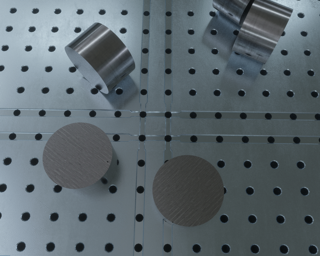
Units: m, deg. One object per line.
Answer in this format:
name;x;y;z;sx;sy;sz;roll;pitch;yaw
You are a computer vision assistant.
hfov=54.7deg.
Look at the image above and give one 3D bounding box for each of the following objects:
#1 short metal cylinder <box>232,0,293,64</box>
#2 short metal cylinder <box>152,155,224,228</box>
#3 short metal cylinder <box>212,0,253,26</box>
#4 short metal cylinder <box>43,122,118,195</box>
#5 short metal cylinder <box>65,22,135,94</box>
short metal cylinder;0.142;-0.136;0.434;0.050;0.080;0.080;26;72;9
short metal cylinder;0.032;0.077;0.371;0.081;0.050;0.080;0;70;0
short metal cylinder;0.123;-0.200;0.457;0.050;0.080;0.080;41;75;13
short metal cylinder;-0.096;0.039;0.383;0.081;0.050;0.080;0;70;0
short metal cylinder;-0.080;-0.092;0.415;0.080;0.080;0.050;41;75;13
